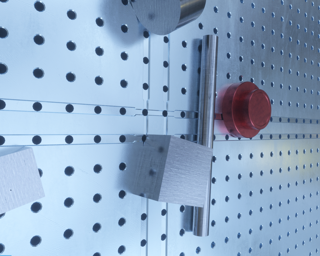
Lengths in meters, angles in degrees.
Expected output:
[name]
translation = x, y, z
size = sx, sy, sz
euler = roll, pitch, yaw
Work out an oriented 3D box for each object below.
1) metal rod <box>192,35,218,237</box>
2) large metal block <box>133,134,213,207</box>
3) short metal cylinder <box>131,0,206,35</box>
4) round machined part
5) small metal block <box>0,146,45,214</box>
[metal rod]
translation = 0.069, 0.010, 0.469
size = 0.025, 0.025, 0.298
euler = 5, 87, -40
[large metal block]
translation = 0.019, 0.057, 0.411
size = 0.080, 0.050, 0.080
euler = 19, 78, -39
[short metal cylinder]
translation = 0.010, -0.162, 0.383
size = 0.050, 0.080, 0.080
euler = -38, 114, -34
[round machined part]
translation = 0.154, -0.031, 0.531
size = 0.099, 0.042, 0.097
euler = 0, 90, -40
[small metal block]
translation = -0.143, 0.049, 0.290
size = 0.050, 0.025, 0.050
euler = -18, 102, -39
